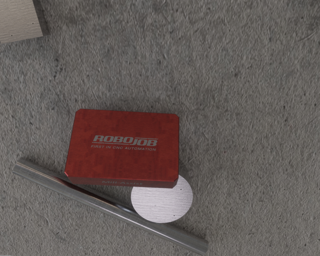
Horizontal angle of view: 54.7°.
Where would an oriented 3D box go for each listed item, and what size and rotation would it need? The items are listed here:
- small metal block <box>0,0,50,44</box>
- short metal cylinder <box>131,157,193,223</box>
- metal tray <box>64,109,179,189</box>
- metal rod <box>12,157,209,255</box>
[{"bbox_3d":[-0.164,-0.129,0.361,0.050,0.025,0.050,-10,110,3],"label":"small metal block"},{"bbox_3d":[0.003,0.082,0.427,0.081,0.050,0.079,0,110,0],"label":"short metal cylinder"},{"bbox_3d":[-0.043,0.025,0.385,0.131,0.090,0.030,3,153,-2],"label":"metal tray"},{"bbox_3d":[-0.064,0.118,0.452,0.301,0.025,0.025,27,108,-10],"label":"metal rod"}]
